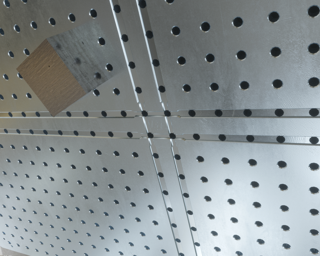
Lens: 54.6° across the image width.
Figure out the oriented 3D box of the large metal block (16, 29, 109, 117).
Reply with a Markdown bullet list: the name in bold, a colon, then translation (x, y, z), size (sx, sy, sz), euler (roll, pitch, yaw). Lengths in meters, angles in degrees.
- **large metal block**: translation (-0.132, -0.073, 0.420), size (0.080, 0.050, 0.080), euler (-26, 105, 37)
